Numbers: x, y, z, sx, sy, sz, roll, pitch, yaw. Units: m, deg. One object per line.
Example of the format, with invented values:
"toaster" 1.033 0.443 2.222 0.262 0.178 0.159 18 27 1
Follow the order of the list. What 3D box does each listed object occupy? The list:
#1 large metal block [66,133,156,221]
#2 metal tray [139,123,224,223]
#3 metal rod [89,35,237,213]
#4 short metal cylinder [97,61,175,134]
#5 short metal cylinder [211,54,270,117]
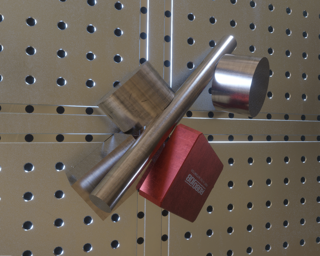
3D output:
"large metal block" -0.058 0.051 0.362 0.080 0.080 0.050 -41 104 -15
"metal tray" 0.033 0.061 0.381 0.090 0.030 0.130 -59 149 -10
"metal rod" 0.023 -0.028 0.365 0.025 0.025 0.301 49 54 -14
"short metal cylinder" -0.029 -0.036 0.373 0.080 0.080 0.050 -45 105 -15
"short metal cylinder" 0.111 -0.058 0.420 0.081 0.050 0.079 -29 126 -50
